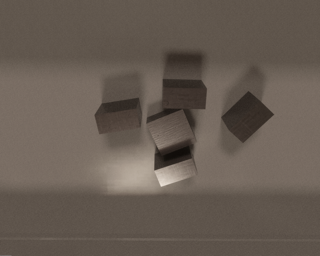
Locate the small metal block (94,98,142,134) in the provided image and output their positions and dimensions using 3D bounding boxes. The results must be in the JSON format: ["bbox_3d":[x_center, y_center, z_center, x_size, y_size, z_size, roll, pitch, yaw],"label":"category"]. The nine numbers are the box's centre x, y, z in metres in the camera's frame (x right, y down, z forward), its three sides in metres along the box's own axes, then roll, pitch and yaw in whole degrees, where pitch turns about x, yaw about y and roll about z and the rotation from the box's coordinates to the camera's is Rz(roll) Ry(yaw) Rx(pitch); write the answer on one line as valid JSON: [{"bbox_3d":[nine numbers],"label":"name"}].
[{"bbox_3d":[-0.051,-0.016,0.391,0.050,0.050,0.025,-9,110,3],"label":"small metal block"}]

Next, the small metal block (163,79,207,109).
[{"bbox_3d":[0.028,-0.043,0.383,0.050,0.050,0.025,1,110,-1],"label":"small metal block"}]

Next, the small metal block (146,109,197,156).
[{"bbox_3d":[0.015,0.002,0.412,0.050,0.025,0.050,-22,109,7],"label":"small metal block"}]

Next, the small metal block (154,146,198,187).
[{"bbox_3d":[0.021,0.048,0.416,0.050,0.050,0.025,-19,109,6],"label":"small metal block"}]

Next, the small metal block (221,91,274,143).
[{"bbox_3d":[0.109,-0.015,0.394,0.025,0.050,0.050,41,105,-14],"label":"small metal block"}]
